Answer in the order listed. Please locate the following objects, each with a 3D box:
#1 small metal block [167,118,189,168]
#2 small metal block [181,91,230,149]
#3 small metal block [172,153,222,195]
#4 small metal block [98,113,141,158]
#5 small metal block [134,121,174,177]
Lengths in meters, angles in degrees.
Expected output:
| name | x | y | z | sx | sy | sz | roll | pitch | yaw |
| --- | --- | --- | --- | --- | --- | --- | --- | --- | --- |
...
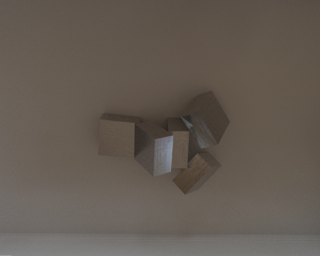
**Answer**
| name | x | y | z | sx | sy | sz | roll | pitch | yaw |
| --- | --- | --- | --- | --- | --- | --- | --- | --- | --- |
| small metal block | 0.022 | 0.018 | 0.404 | 0.025 | 0.050 | 0.050 | 1 | 110 | -1 |
| small metal block | 0.059 | -0.011 | 0.390 | 0.025 | 0.050 | 0.050 | -19 | 113 | 41 |
| small metal block | 0.051 | 0.060 | 0.416 | 0.025 | 0.050 | 0.050 | 46 | 106 | 21 |
| small metal block | -0.054 | 0.010 | 0.412 | 0.050 | 0.025 | 0.050 | 6 | 110 | -3 |
| small metal block | -0.009 | 0.025 | 0.386 | 0.025 | 0.050 | 0.050 | -11 | 117 | -30 |
